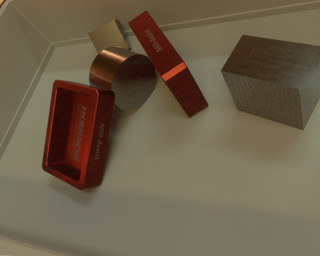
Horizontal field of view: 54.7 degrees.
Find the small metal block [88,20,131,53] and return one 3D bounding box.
[{"bbox_3d":[-0.083,-0.147,0.519,0.050,0.050,0.025,-23,14,14],"label":"small metal block"}]

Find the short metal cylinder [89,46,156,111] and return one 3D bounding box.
[{"bbox_3d":[-0.052,-0.071,0.439,0.050,0.080,0.080,28,77,37],"label":"short metal cylinder"}]

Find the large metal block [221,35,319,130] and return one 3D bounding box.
[{"bbox_3d":[0.123,-0.049,0.336,0.080,0.080,0.050,22,74,36],"label":"large metal block"}]

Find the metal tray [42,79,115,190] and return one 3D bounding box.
[{"bbox_3d":[-0.112,0.007,0.416,0.090,0.030,0.129,17,100,34],"label":"metal tray"}]

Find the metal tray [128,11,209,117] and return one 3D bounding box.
[{"bbox_3d":[0.010,-0.085,0.409,0.030,0.090,0.130,-33,52,7],"label":"metal tray"}]
